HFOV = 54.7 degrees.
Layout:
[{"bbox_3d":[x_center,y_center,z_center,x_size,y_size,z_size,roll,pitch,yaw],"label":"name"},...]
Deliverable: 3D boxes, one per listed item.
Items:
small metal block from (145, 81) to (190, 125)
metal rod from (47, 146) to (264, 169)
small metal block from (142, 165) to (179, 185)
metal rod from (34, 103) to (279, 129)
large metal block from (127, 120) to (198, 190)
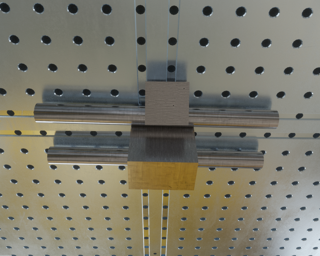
[{"bbox_3d":[0.008,-0.029,0.367,0.050,0.025,0.050,1,96,-1],"label":"small metal block"},{"bbox_3d":[-0.005,0.043,0.444,0.302,0.025,0.025,2,130,-2],"label":"metal rod"},{"bbox_3d":[0.000,0.069,0.450,0.050,0.025,0.050,2,168,-2],"label":"small metal block"},{"bbox_3d":[-0.002,-0.015,0.393,0.302,0.025,0.025,2,130,-2],"label":"metal rod"},{"bbox_3d":[0.003,0.032,0.397,0.081,0.080,0.050,1,130,-2],"label":"large metal block"}]
